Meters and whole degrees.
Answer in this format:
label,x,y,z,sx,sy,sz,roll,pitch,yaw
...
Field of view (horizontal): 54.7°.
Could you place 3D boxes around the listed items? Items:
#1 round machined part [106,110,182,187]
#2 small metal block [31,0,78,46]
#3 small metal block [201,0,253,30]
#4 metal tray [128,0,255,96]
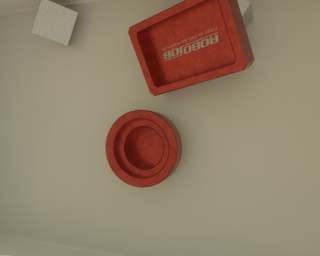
label,x,y,z,sx,sy,sz,roll,pitch,yaw
round machined part,-0.018,0.026,0.407,0.098,0.042,0.097,0,90,19
small metal block,-0.152,-0.152,0.448,0.050,0.025,0.050,17,98,-22
small metal block,0.081,-0.140,0.368,0.050,0.050,0.025,35,101,16
metal tray,0.033,-0.097,0.363,0.130,0.030,0.090,-12,103,36
